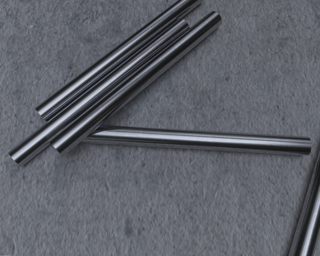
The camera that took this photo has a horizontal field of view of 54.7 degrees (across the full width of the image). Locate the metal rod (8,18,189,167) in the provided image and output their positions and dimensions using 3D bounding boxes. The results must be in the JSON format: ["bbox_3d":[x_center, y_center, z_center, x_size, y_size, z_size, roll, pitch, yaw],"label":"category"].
[{"bbox_3d":[-0.073,-0.057,0.428,0.301,0.025,0.025,-41,76,-14],"label":"metal rod"}]

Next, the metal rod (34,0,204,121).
[{"bbox_3d":[-0.049,-0.113,0.448,0.301,0.025,0.025,-41,76,-14],"label":"metal rod"}]

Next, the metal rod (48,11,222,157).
[{"bbox_3d":[-0.020,-0.070,0.417,0.025,0.025,0.301,42,69,13],"label":"metal rod"}]

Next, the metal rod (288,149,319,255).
[{"bbox_3d":[0.180,0.110,0.370,0.025,0.025,0.300,24,71,8],"label":"metal rod"}]

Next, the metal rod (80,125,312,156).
[{"bbox_3d":[0.040,0.015,0.403,0.302,0.025,0.025,3,70,0],"label":"metal rod"}]
